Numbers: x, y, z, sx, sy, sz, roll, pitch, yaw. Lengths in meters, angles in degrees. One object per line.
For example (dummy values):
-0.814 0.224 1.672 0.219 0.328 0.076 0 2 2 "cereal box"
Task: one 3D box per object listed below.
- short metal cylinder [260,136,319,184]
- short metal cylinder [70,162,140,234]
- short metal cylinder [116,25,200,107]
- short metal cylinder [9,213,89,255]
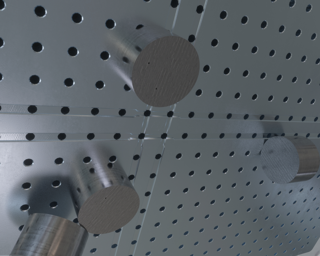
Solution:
0.220 0.053 0.529 0.050 0.080 0.079 0 119 -29 "short metal cylinder"
-0.074 0.093 0.412 0.081 0.050 0.079 -14 124 -21 "short metal cylinder"
-0.003 -0.070 0.350 0.081 0.050 0.079 -14 124 -21 "short metal cylinder"
-0.136 0.148 0.386 0.080 0.050 0.080 9 141 7 "short metal cylinder"
